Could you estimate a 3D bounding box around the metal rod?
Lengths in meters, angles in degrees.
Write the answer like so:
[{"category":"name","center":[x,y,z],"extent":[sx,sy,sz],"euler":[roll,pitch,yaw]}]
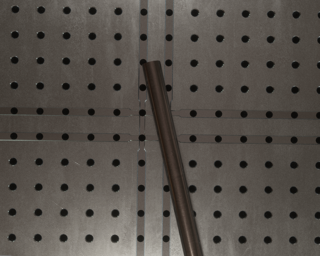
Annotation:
[{"category":"metal rod","center":[0.020,0.059,0.413],"extent":[0.025,0.025,0.298],"euler":[-12,90,0]}]
